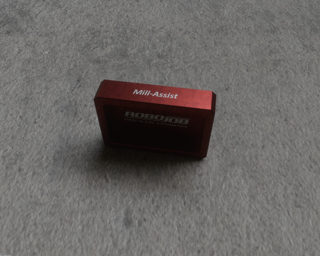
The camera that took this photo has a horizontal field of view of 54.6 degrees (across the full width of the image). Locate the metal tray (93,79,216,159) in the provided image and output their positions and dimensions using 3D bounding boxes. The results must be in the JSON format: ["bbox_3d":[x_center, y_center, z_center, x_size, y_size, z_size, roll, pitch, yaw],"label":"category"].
[{"bbox_3d":[-0.005,-0.008,0.367,0.131,0.090,0.030,7,51,6],"label":"metal tray"}]
